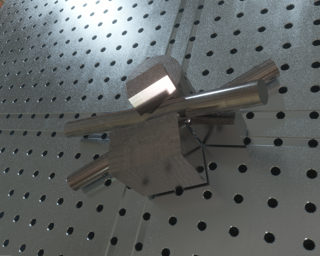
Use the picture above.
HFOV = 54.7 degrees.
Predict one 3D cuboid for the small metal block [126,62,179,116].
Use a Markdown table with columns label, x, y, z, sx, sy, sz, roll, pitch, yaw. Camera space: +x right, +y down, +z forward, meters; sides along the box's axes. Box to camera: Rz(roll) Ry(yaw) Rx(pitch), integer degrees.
| label | x | y | z | sx | sy | sz | roll | pitch | yaw |
| --- | --- | --- | --- | --- | --- | --- | --- | --- | --- |
| small metal block | -0.010 | -0.047 | 0.363 | 0.050 | 0.025 | 0.050 | -31 | 29 | 8 |

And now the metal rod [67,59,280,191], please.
| label | x | y | z | sx | sy | sz | roll | pitch | yaw |
| --- | --- | --- | --- | --- | --- | --- | --- | --- | --- |
| metal rod | 0.011 | 0.001 | 0.399 | 0.300 | 0.025 | 0.025 | -30 | 52 | 8 |

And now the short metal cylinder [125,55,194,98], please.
| label | x | y | z | sx | sy | sz | roll | pitch | yaw |
| --- | --- | --- | --- | --- | --- | --- | --- | --- | --- |
| short metal cylinder | 0.000 | -0.051 | 0.419 | 0.080 | 0.050 | 0.080 | -13 | 55 | 20 |

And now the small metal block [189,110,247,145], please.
| label | x | y | z | sx | sy | sz | roll | pitch | yaw |
| --- | --- | --- | --- | --- | --- | --- | --- | --- | --- |
| small metal block | 0.068 | -0.003 | 0.354 | 0.050 | 0.050 | 0.025 | 0 | 62 | 29 |

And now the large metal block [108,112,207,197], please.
| label | x | y | z | sx | sy | sz | roll | pitch | yaw |
| --- | --- | --- | --- | --- | --- | --- | --- | --- | --- |
| large metal block | -0.001 | 0.033 | 0.347 | 0.080 | 0.080 | 0.050 | -17 | 55 | 18 |

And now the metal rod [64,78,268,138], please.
| label | x | y | z | sx | sy | sz | roll | pitch | yaw |
| --- | --- | --- | --- | --- | --- | --- | --- | --- | --- |
| metal rod | -0.021 | -0.015 | 0.379 | 0.300 | 0.025 | 0.025 | -9 | 57 | 39 |
